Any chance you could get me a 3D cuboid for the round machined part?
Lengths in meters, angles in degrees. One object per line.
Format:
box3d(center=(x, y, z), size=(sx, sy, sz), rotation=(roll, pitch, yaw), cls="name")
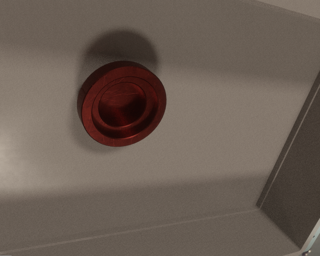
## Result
box3d(center=(-0.046, -0.030, 0.355), size=(0.099, 0.042, 0.097), rotation=(-14, 125, -21), cls="round machined part")
